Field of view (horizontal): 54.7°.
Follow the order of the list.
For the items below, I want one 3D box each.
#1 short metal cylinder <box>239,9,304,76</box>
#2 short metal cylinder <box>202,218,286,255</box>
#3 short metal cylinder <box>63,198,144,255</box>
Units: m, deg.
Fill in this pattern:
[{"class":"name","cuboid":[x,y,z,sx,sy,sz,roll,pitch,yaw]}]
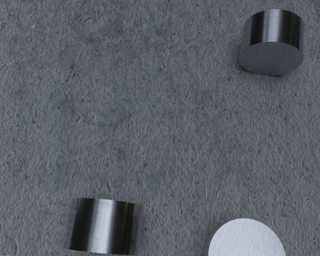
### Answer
[{"class":"short metal cylinder","cuboid":[0.151,-0.113,0.421,0.080,0.080,0.050,10,71,4]},{"class":"short metal cylinder","cuboid":[0.090,0.143,0.343,0.081,0.050,0.080,0,70,0]},{"class":"short metal cylinder","cuboid":[-0.060,0.108,0.339,0.080,0.080,0.050,5,70,2]}]
